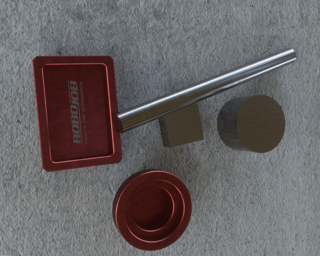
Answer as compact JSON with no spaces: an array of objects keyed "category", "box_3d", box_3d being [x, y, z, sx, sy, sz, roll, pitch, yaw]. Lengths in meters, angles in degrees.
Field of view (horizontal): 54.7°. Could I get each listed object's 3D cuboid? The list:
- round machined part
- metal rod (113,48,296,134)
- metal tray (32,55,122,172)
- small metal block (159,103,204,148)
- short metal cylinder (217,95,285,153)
[{"category":"round machined part","box_3d":[-0.013,0.101,0.397,0.099,0.042,0.097,0,90,-21]},{"category":"metal rod","box_3d":[0.077,-0.059,0.422,0.302,0.025,0.025,-23,98,-25]},{"category":"metal tray","box_3d":[-0.098,-0.019,0.370,0.091,0.030,0.129,-5,92,-20]},{"category":"small metal block","box_3d":[0.028,-0.004,0.420,0.050,0.025,0.050,-12,94,-20]},{"category":"short metal cylinder","box_3d":[0.130,-0.006,0.446,0.081,0.050,0.079,0,90,-21]}]
